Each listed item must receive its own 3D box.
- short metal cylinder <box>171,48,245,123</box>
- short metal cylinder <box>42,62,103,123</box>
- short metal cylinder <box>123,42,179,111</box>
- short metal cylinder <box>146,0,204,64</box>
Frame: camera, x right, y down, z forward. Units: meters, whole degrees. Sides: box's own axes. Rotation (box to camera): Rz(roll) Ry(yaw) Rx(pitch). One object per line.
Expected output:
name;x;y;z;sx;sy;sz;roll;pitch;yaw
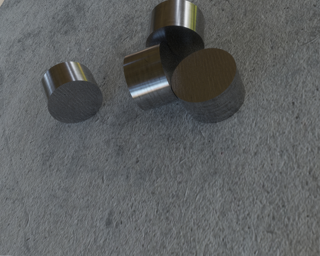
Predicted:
short metal cylinder;0.061;-0.052;0.388;0.080;0.050;0.080;-13;56;21
short metal cylinder;-0.134;-0.053;0.472;0.080;0.080;0.050;-36;51;4
short metal cylinder;-0.007;-0.068;0.414;0.050;0.080;0.080;-16;55;19
short metal cylinder;0.022;-0.132;0.438;0.080;0.080;0.050;-9;58;23
